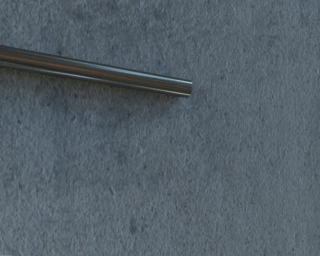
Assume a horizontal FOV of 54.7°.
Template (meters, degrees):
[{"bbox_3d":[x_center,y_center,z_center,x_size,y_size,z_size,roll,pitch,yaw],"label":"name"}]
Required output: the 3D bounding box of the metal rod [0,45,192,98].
[{"bbox_3d":[-0.102,-0.070,0.371,0.302,0.025,0.025,7,88,-20],"label":"metal rod"}]
